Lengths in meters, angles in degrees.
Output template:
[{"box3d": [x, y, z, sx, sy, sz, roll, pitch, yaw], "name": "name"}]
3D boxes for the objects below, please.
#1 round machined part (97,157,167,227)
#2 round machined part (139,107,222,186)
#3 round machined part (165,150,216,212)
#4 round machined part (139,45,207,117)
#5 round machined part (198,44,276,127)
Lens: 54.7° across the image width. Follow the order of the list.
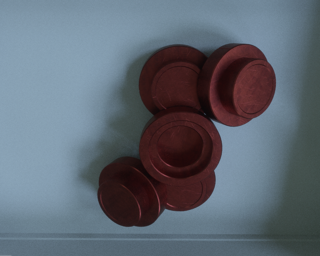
[{"box3d": [-0.043, 0.091, 0.411, 0.098, 0.042, 0.097, 13, 117, 26], "name": "round machined part"}, {"box3d": [0.024, 0.020, 0.385, 0.099, 0.042, 0.097, 0, 110, -1], "name": "round machined part"}, {"box3d": [0.028, 0.075, 0.429, 0.099, 0.042, 0.097, 0, 110, -1], "name": "round machined part"}, {"box3d": [0.023, -0.051, 0.382, 0.099, 0.042, 0.097, 0, 110, -1], "name": "round machined part"}, {"box3d": [0.096, -0.048, 0.361, 0.099, 0.042, 0.097, -10, 110, -29], "name": "round machined part"}]
